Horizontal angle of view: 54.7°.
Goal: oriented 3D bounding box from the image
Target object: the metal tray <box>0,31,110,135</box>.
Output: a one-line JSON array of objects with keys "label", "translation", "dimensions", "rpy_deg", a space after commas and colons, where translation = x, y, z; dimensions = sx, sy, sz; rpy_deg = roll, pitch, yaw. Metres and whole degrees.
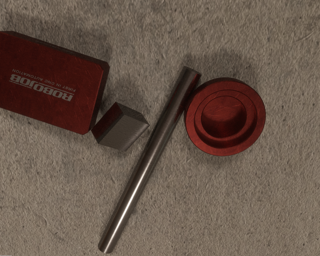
[{"label": "metal tray", "translation": [-0.136, -0.055, 0.377], "dimensions": [0.131, 0.030, 0.089], "rpy_deg": [18, 109, 0]}]

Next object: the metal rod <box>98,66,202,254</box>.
[{"label": "metal rod", "translation": [-0.021, 0.056, 0.430], "dimensions": [0.025, 0.025, 0.298], "rpy_deg": [23, 108, -9]}]

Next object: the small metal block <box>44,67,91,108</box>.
[{"label": "small metal block", "translation": [-0.113, -0.052, 0.389], "dimensions": [0.050, 0.025, 0.050], "rpy_deg": [0, 110, 0]}]

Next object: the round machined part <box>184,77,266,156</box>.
[{"label": "round machined part", "translation": [0.079, -0.017, 0.395], "dimensions": [0.099, 0.042, 0.097], "rpy_deg": [-1, 110, -1]}]

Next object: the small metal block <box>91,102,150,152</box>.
[{"label": "small metal block", "translation": [-0.050, 0.000, 0.395], "dimensions": [0.050, 0.025, 0.050], "rpy_deg": [-47, 144, 15]}]
